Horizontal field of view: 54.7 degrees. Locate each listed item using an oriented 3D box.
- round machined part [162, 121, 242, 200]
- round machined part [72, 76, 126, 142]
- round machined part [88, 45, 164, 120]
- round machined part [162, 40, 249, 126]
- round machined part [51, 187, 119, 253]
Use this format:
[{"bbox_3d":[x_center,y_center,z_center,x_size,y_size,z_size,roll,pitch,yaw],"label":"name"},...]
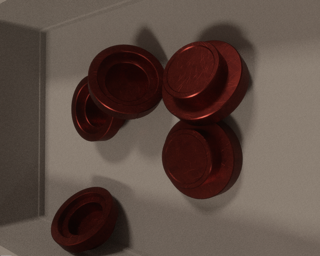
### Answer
[{"bbox_3d":[0.041,0.034,0.360,0.098,0.042,0.097,0,90,39],"label":"round machined part"},{"bbox_3d":[-0.086,-0.029,0.464,0.098,0.042,0.097,0,90,39],"label":"round machined part"},{"bbox_3d":[-0.044,-0.056,0.405,0.042,0.099,0.098,123,130,-67],"label":"round machined part"},{"bbox_3d":[0.042,-0.055,0.339,0.098,0.042,0.098,-16,60,30],"label":"round machined part"},{"bbox_3d":[-0.105,0.139,0.457,0.098,0.098,0.042,8,137,39],"label":"round machined part"}]
